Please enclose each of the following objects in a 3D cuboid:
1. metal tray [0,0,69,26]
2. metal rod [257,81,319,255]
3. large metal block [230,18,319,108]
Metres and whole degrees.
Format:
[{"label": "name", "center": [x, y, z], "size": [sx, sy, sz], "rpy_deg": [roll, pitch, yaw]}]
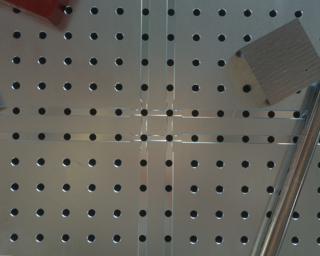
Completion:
[{"label": "metal tray", "center": [-0.182, -0.205, 0.409], "size": [0.131, 0.030, 0.090], "rpy_deg": [23, 90, 0]}, {"label": "metal rod", "center": [0.178, 0.075, 0.414], "size": [0.025, 0.025, 0.299], "rpy_deg": [19, 90, 0]}, {"label": "large metal block", "center": [0.152, -0.081, 0.402], "size": [0.080, 0.050, 0.080], "rpy_deg": [-29, 90, 0]}]
